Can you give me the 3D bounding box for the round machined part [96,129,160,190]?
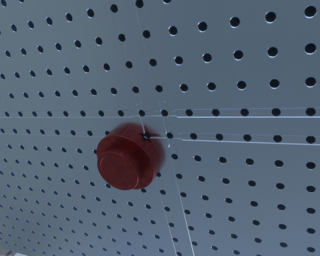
[{"bbox_3d":[-0.053,0.053,0.459,0.098,0.042,0.097,13,124,20],"label":"round machined part"}]
